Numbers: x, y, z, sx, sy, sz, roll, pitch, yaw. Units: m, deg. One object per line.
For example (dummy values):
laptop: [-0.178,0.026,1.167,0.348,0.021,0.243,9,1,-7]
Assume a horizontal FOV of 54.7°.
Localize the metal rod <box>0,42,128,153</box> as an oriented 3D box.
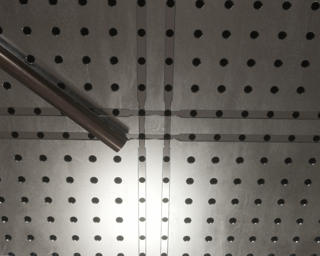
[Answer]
metal rod: [-0.167,-0.067,0.386,0.301,0.025,0.025,38,105,-13]
